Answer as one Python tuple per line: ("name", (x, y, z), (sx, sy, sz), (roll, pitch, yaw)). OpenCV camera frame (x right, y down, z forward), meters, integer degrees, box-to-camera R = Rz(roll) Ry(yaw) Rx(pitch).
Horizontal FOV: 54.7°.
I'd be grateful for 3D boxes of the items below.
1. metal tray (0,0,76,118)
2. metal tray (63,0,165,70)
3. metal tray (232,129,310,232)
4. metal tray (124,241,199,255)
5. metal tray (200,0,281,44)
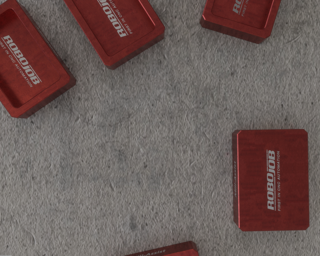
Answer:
("metal tray", (-0.185, -0.088, 0.405), (0.090, 0.030, 0.130), (-35, 90, 0))
("metal tray", (-0.064, -0.154, 0.406), (0.090, 0.030, 0.130), (-32, 90, 0))
("metal tray", (0.145, 0.067, 0.409), (0.091, 0.030, 0.129), (-1, 90, 0))
("metal tray", (-0.006, 0.210, 0.407), (0.131, 0.030, 0.089), (-13, 90, 0))
("metal tray", (0.115, -0.187, 0.407), (0.090, 0.030, 0.129), (17, 90, 0))
